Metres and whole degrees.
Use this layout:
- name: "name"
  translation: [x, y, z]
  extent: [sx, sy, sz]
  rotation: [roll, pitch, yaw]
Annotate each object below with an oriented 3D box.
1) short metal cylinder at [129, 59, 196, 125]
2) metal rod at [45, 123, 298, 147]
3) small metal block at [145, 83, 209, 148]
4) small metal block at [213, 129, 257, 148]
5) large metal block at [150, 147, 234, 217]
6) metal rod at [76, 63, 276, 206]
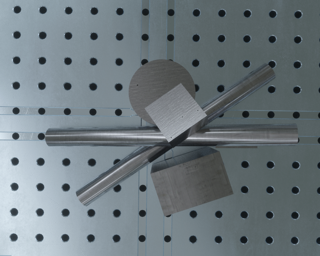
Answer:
- name: "short metal cylinder"
  translation: [0.003, -0.043, 0.397]
  extent: [0.081, 0.050, 0.079]
  rotation: [0, 89, 0]
- name: "metal rod"
  translation: [0.003, 0.010, 0.375]
  extent: [0.301, 0.025, 0.025]
  rotation: [-1, 90, 13]
- name: "small metal block"
  translation: [0.019, -0.014, 0.352]
  extent: [0.050, 0.025, 0.050]
  rotation: [-35, 68, 0]
- name: "small metal block"
  translation: [0.093, 0.012, 0.398]
  extent: [0.050, 0.050, 0.025]
  rotation: [0, 90, 1]
- name: "large metal block"
  translation: [0.035, 0.061, 0.382]
  extent: [0.080, 0.080, 0.050]
  rotation: [-18, 90, 0]
- name: "metal rod"
  translation: [0.021, 0.009, 0.411]
  extent: [0.301, 0.025, 0.025]
  rotation: [-34, 90, 0]
